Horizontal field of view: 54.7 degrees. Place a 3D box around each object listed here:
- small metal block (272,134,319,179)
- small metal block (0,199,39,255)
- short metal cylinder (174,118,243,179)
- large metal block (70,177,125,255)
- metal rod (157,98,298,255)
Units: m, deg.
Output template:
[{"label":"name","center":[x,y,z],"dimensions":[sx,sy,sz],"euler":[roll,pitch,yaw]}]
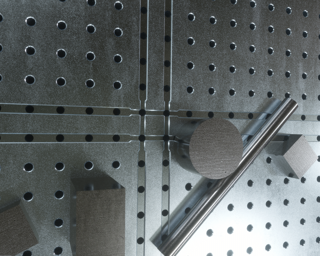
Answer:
[{"label":"small metal block","center":[0.216,0.045,0.495],"dimensions":[0.050,0.025,0.050],"euler":[-42,104,-15]},{"label":"small metal block","center":[-0.172,0.117,0.349],"dimensions":[0.050,0.025,0.050],"euler":[-25,99,-19]},{"label":"short metal cylinder","center":[0.066,0.026,0.425],"dimensions":[0.081,0.050,0.079],"euler":[0,90,-21]},{"label":"large metal block","center":[-0.074,0.103,0.357],"dimensions":[0.050,0.080,0.079],"euler":[0,90,-20]},{"label":"metal rod","center":[0.107,0.066,0.453],"dimensions":[0.301,0.025,0.025],"euler":[-46,105,-15]}]
